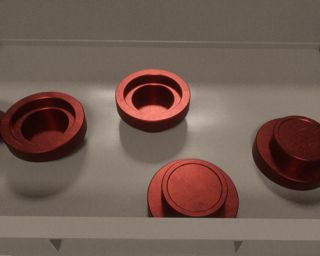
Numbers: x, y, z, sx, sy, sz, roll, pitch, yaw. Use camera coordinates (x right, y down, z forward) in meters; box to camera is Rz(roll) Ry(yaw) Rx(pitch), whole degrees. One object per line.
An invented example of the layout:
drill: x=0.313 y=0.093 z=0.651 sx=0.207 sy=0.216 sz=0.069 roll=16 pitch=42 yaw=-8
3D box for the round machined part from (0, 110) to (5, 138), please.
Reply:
round machined part: x=-0.239 y=-0.016 z=0.374 sx=0.099 sy=0.042 sz=0.098 roll=8 pitch=16 yaw=-2

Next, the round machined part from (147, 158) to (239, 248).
round machined part: x=0.035 y=0.073 z=0.333 sx=0.099 sy=0.042 sz=0.098 roll=0 pitch=50 yaw=0

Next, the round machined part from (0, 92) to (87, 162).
round machined part: x=-0.142 y=0.003 z=0.389 sx=0.099 sy=0.042 sz=0.098 roll=1 pitch=50 yaw=-1

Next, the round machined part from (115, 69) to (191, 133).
round machined part: x=-0.009 y=-0.032 z=0.421 sx=0.099 sy=0.042 sz=0.098 roll=0 pitch=50 yaw=0

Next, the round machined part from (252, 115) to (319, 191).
round machined part: x=0.167 y=0.023 z=0.377 sx=0.099 sy=0.042 sz=0.098 roll=0 pitch=50 yaw=0
